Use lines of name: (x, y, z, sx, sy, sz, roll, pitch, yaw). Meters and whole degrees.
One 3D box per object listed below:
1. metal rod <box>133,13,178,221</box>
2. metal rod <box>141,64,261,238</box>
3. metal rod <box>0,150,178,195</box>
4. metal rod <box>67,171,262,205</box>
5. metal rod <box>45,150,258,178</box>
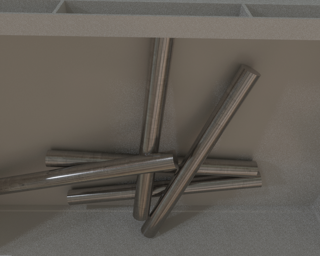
metal rod: (-0.012, 0.011, 0.393, 0.025, 0.025, 0.298, 5, 124, -5)
metal rod: (0.043, 0.050, 0.424, 0.025, 0.025, 0.298, 19, 120, -16)
metal rod: (-0.123, 0.066, 0.428, 0.301, 0.025, 0.025, -11, 130, 15)
metal rod: (0.004, 0.095, 0.488, 0.302, 0.025, 0.025, -6, 130, 5)
metal rod: (-0.009, 0.052, 0.452, 0.302, 0.025, 0.025, 3, 130, -4)
